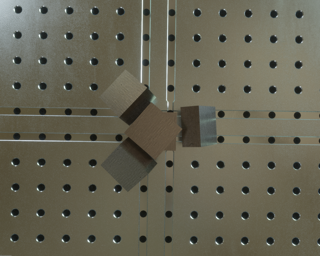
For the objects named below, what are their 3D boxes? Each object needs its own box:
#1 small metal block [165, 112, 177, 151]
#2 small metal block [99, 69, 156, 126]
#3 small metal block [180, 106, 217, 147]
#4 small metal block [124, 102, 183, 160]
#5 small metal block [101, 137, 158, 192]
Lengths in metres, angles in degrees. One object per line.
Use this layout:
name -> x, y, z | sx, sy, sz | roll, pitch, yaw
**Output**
small metal block -> -0.004, 0.003, 0.413 | 0.050, 0.025, 0.050 | 2, 93, 0
small metal block -> -0.042, -0.040, 0.401 | 0.050, 0.025, 0.050 | -47, 54, 0
small metal block -> 0.051, -0.002, 0.398 | 0.025, 0.050, 0.050 | -3, 90, 33
small metal block -> -0.008, 0.004, 0.388 | 0.050, 0.025, 0.050 | 41, 89, -1
small metal block -> -0.040, 0.047, 0.400 | 0.050, 0.025, 0.050 | 45, 127, 0
